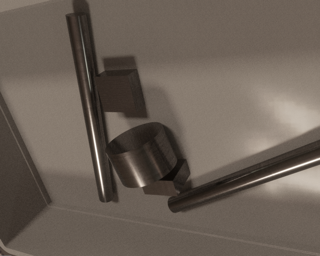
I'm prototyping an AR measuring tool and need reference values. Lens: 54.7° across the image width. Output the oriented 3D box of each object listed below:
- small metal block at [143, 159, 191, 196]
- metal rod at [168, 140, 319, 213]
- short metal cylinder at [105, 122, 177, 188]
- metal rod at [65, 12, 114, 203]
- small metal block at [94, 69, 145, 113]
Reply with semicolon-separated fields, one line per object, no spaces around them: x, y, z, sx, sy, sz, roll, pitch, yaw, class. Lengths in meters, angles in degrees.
0.008;0.067;0.429;0.050;0.050;0.025;-3;117;29;small metal block
0.123;0.055;0.377;0.299;0.025;0.025;-31;102;37;metal rod
-0.024;0.034;0.405;0.080;0.080;0.050;-11;113;32;short metal cylinder
-0.096;-0.010;0.451;0.025;0.025;0.298;11;123;22;metal rod
-0.052;-0.048;0.405;0.050;0.025;0.050;2;120;26;small metal block
